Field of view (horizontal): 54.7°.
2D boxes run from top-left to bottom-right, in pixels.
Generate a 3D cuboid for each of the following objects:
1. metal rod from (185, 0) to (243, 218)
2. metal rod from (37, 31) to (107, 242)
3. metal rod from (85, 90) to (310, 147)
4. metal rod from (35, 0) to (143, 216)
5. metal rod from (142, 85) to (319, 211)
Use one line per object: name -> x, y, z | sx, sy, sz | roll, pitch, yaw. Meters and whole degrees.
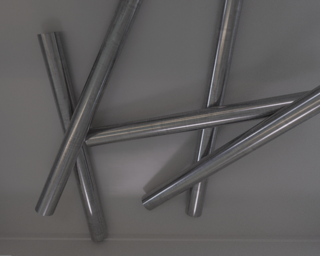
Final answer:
metal rod -> 0.067, -0.014, 0.406 | 0.025, 0.025, 0.298 | 6, 110, -3
metal rod -> -0.113, 0.025, 0.419 | 0.025, 0.025, 0.298 | -7, 110, 3
metal rod -> 0.052, -0.011, 0.381 | 0.301, 0.025, 0.025 | -9, 110, 10
metal rod -> -0.090, -0.025, 0.380 | 0.025, 0.025, 0.298 | 23, 101, -9
metal rod -> 0.088, 0.030, 0.380 | 0.299, 0.025, 0.025 | -37, 107, 29
